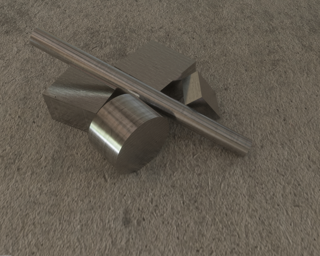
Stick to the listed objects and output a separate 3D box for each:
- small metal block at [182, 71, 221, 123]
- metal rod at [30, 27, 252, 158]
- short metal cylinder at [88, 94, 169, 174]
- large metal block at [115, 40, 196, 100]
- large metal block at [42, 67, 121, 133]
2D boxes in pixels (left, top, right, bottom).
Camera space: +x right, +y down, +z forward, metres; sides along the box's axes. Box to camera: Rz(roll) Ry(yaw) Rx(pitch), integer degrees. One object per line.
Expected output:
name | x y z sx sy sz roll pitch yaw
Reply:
small metal block | 0.056 -0.040 0.420 0.025 0.050 0.050 -26 45 26
metal rod | -0.024 -0.045 0.389 0.301 0.025 0.025 28 54 2
short metal cylinder | -0.035 0.007 0.362 0.080 0.080 0.050 -37 59 -27
large metal block | -0.006 -0.073 0.447 0.080 0.050 0.080 32 57 24
large metal block | -0.096 -0.042 0.423 0.080 0.050 0.080 20 53 16
